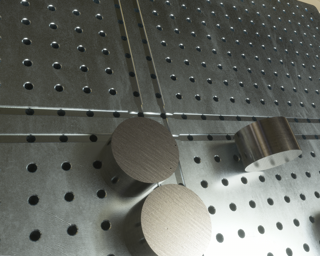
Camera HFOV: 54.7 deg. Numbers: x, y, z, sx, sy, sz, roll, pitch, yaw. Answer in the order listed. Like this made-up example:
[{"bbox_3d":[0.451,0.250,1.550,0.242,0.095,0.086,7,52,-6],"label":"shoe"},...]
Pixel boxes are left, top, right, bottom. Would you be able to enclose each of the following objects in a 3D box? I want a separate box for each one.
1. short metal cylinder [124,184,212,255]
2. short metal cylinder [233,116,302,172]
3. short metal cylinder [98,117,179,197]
[{"bbox_3d":[0.008,0.106,0.333,0.081,0.050,0.080,14,56,-21],"label":"short metal cylinder"},{"bbox_3d":[0.152,0.025,0.442,0.081,0.080,0.050,0,62,-29],"label":"short metal cylinder"},{"bbox_3d":[-0.025,0.034,0.359,0.081,0.050,0.080,14,56,-21],"label":"short metal cylinder"}]
